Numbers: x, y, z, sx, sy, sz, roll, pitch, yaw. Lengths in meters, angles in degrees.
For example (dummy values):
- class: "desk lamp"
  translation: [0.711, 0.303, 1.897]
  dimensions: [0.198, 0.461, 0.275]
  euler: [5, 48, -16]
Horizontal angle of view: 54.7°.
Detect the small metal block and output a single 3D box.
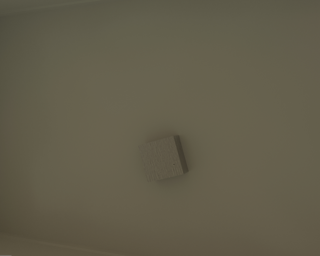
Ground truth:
- class: "small metal block"
  translation: [0.005, 0.040, 0.408]
  dimensions: [0.050, 0.025, 0.050]
  euler: [-16, 85, 19]
